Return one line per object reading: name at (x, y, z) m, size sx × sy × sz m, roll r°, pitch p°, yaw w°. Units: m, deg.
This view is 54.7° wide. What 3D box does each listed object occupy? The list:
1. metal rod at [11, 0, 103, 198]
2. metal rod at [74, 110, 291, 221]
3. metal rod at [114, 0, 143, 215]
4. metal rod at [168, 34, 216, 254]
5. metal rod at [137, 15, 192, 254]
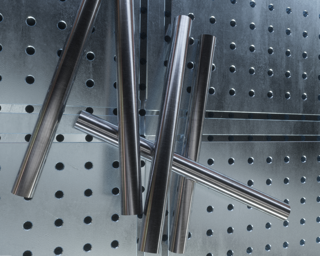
metal rod at (-0.113, -0.066, 0.371) m, size 0.025 × 0.025 × 0.299 m, roll 20°, pitch 83°, yaw -19°
metal rod at (0.036, 0.052, 0.401) m, size 0.301 × 0.025 × 0.025 m, roll 25°, pitch 82°, yaw -9°
metal rod at (-0.040, -0.050, 0.372) m, size 0.025 × 0.025 × 0.298 m, roll 0°, pitch 80°, yaw -20°
metal rod at (0.045, 0.019, 0.430) m, size 0.025 × 0.025 × 0.298 m, roll 10°, pitch 87°, yaw -20°
metal rod at (0.010, -0.007, 0.381) m, size 0.025 × 0.025 × 0.299 m, roll 15°, pitch 71°, yaw -20°
